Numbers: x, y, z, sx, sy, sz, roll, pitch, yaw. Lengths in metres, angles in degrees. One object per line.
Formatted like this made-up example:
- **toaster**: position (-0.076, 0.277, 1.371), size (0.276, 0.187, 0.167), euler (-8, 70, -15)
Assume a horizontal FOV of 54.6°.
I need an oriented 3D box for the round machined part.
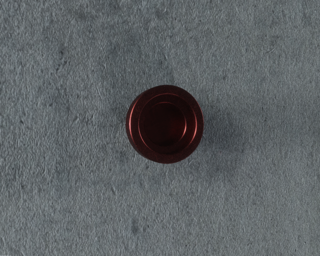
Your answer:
- **round machined part**: position (0.003, -0.005, 0.401), size (0.099, 0.042, 0.097), euler (0, 90, -20)
